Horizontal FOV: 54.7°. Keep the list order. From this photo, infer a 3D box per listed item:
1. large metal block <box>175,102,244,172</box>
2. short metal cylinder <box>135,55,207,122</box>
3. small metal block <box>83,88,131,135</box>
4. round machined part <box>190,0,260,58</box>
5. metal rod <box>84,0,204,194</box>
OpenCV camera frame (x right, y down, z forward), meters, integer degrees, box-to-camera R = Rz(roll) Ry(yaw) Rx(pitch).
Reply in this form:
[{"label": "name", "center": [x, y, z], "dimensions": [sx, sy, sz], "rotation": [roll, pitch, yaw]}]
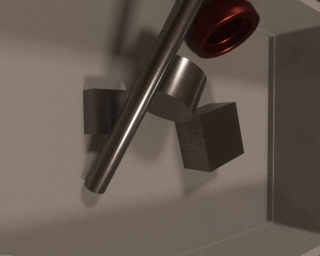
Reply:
[{"label": "large metal block", "center": [0.073, 0.010, 0.454], "dimensions": [0.081, 0.050, 0.079], "rotation": [-20, 103, -38]}, {"label": "short metal cylinder", "center": [0.011, -0.048, 0.382], "dimensions": [0.080, 0.080, 0.050], "rotation": [35, 68, -35]}, {"label": "small metal block", "center": [-0.059, -0.019, 0.358], "dimensions": [0.050, 0.025, 0.050], "rotation": [-2, 92, -40]}, {"label": "round machined part", "center": [0.087, -0.147, 0.443], "dimensions": [0.099, 0.098, 0.042], "rotation": [-11, 68, -40]}, {"label": "metal rod", "center": [-0.005, -0.063, 0.324], "dimensions": [0.025, 0.025, 0.298], "rotation": [20, 102, -39]}]
